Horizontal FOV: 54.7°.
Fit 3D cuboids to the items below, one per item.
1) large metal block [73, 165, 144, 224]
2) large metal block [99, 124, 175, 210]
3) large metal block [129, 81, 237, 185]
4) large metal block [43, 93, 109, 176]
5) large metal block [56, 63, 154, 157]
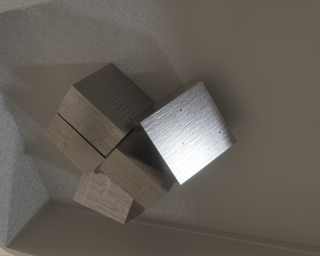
[{"bbox_3d":[-0.064,0.091,0.451,0.080,0.080,0.050,20,92,16],"label":"large metal block"},{"bbox_3d":[-0.017,0.044,0.405,0.080,0.080,0.050,41,129,0],"label":"large metal block"},{"bbox_3d":[0.025,0.003,0.351,0.080,0.080,0.050,58,167,-13],"label":"large metal block"},{"bbox_3d":[-0.093,0.004,0.422,0.080,0.080,0.050,44,129,-3],"label":"large metal block"},{"bbox_3d":[-0.065,-0.025,0.388,0.080,0.080,0.050,43,129,-2],"label":"large metal block"}]
